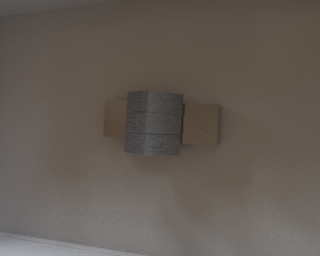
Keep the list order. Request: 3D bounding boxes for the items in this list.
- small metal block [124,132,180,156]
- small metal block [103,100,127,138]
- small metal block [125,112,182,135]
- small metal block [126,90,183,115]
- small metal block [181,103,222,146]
[{"bbox_3d":[-0.010,0.019,0.388,0.050,0.050,0.025,3,91,56],"label":"small metal block"},{"bbox_3d":[-0.048,-0.012,0.425,0.050,0.025,0.050,4,91,19],"label":"small metal block"},{"bbox_3d":[-0.009,-0.006,0.387,0.050,0.050,0.025,3,91,56],"label":"small metal block"},{"bbox_3d":[-0.007,-0.031,0.386,0.050,0.050,0.025,5,92,56],"label":"small metal block"},{"bbox_3d":[0.050,-0.005,0.391,0.050,0.025,0.050,3,91,19],"label":"small metal block"}]
